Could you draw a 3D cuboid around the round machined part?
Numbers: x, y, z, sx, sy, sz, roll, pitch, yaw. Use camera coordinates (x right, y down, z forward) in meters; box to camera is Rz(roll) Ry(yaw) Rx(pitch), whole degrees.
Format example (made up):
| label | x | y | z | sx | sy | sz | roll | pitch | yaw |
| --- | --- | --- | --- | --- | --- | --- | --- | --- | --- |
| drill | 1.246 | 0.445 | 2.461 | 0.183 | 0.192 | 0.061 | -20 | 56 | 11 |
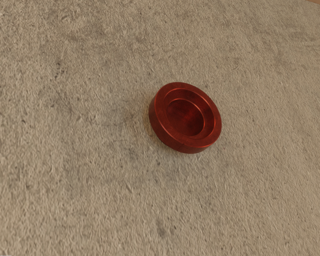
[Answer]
| label | x | y | z | sx | sy | sz | roll | pitch | yaw |
| --- | --- | --- | --- | --- | --- | --- | --- | --- | --- |
| round machined part | 0.030 | -0.010 | 0.414 | 0.099 | 0.042 | 0.098 | 13 | 56 | -21 |
